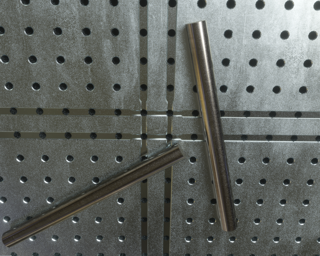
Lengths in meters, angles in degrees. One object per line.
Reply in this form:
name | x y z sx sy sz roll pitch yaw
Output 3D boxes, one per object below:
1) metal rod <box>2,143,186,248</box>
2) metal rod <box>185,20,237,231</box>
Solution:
metal rod | -0.101 0.101 0.449 0.300 0.025 0.025 -28 108 9
metal rod | 0.073 0.011 0.417 0.025 0.025 0.298 -11 110 4
